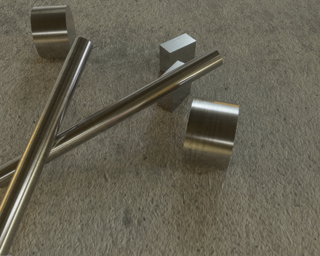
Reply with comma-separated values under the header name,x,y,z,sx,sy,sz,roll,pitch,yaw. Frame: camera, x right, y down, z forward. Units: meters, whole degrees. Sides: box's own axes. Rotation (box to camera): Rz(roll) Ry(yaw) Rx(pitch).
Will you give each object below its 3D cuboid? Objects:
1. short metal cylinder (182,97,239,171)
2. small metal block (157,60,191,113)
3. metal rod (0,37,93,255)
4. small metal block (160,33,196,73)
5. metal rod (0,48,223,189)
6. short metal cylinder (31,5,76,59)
name,x,y,z,sx,sy,sz,roll,pitch,yaw
short metal cylinder,0.059,0.007,0.362,0.050,0.080,0.080,11,51,9
small metal block,0.021,-0.058,0.436,0.025,0.050,0.050,28,55,21
metal rod,-0.132,0.024,0.335,0.025,0.025,0.300,11,65,8
small metal block,0.027,-0.111,0.480,0.050,0.050,0.025,-30,56,-23
metal rod,-0.056,-0.016,0.375,0.301,0.025,0.025,-30,56,-8
short metal cylinder,-0.166,-0.152,0.494,0.050,0.080,0.080,-5,50,-4
